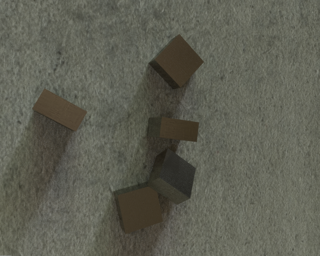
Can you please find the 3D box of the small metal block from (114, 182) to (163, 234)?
[{"bbox_3d":[-0.028,0.101,0.400,0.050,0.025,0.050,-12,95,-20],"label":"small metal block"}]

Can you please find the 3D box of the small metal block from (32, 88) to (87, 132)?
[{"bbox_3d":[-0.115,-0.019,0.354,0.050,0.050,0.025,30,80,-18],"label":"small metal block"}]

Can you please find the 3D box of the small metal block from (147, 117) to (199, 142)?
[{"bbox_3d":[0.016,0.002,0.403,0.050,0.050,0.025,8,88,-20],"label":"small metal block"}]

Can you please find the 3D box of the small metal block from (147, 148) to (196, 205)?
[{"bbox_3d":[0.016,0.063,0.403,0.050,0.025,0.050,37,41,-17],"label":"small metal block"}]

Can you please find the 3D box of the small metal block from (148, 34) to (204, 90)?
[{"bbox_3d":[0.022,-0.088,0.418,0.050,0.025,0.050,45,76,-15],"label":"small metal block"}]
